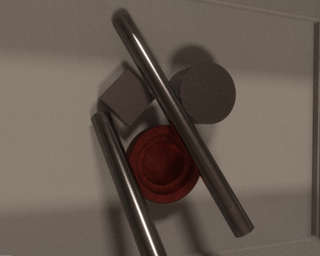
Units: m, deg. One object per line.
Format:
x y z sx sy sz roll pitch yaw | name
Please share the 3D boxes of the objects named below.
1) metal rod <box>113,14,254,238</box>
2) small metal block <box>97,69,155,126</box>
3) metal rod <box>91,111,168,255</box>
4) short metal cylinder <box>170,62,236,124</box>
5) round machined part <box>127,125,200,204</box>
0.025 -0.008 0.378 0.025 0.025 0.299 -28 83 -18 | metal rod
-0.043 -0.038 0.396 0.050 0.025 0.050 45 76 -15 | small metal block
-0.016 0.109 0.325 0.025 0.025 0.299 -16 64 -20 | metal rod
0.054 -0.045 0.418 0.081 0.050 0.079 0 90 -21 | short metal cylinder
0.001 0.045 0.403 0.099 0.042 0.097 0 90 -21 | round machined part
